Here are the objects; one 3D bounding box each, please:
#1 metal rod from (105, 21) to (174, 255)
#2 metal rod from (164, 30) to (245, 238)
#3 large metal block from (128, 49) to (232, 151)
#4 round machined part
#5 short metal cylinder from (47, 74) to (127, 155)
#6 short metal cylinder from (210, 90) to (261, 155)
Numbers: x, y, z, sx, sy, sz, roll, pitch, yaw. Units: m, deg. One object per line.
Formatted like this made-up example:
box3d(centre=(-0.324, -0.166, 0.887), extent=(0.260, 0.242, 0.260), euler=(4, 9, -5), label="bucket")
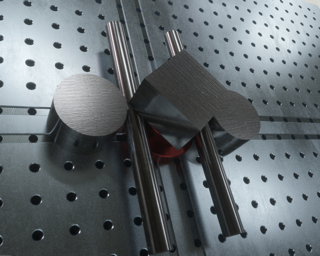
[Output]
box3d(centre=(-0.031, -0.009, 0.369), extent=(0.025, 0.025, 0.299), euler=(0, 62, -28), label="metal rod")
box3d(centre=(0.051, -0.010, 0.415), extent=(0.025, 0.025, 0.299), euler=(0, 62, -28), label="metal rod")
box3d(centre=(0.025, -0.035, 0.366), extent=(0.080, 0.050, 0.080), euler=(44, 51, 2), label="large metal block")
box3d(centre=(0.003, -0.007, 0.404), extent=(0.099, 0.042, 0.098), euler=(14, 56, -21), label="round machined part")
box3d(centre=(-0.084, -0.015, 0.356), extent=(0.081, 0.050, 0.080), euler=(14, 56, -21), label="short metal cylinder")
box3d(centre=(0.096, -0.008, 0.448), extent=(0.081, 0.050, 0.080), euler=(14, 56, -21), label="short metal cylinder")
